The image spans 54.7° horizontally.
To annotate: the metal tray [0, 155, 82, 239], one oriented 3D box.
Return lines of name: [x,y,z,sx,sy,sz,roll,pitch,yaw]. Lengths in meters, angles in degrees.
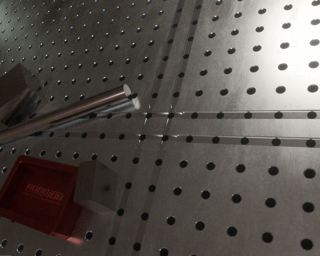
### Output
metal tray: [-0.166,0.092,0.433,0.130,0.030,0.090,6,65,30]

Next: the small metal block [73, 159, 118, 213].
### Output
small metal block: [-0.079,0.074,0.387,0.025,0.050,0.050,-12,57,22]

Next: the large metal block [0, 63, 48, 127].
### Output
large metal block: [-0.260,-0.058,0.561,0.080,0.050,0.080,-37,51,3]

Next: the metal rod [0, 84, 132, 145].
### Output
metal rod: [-0.185,-0.012,0.510,0.301,0.025,0.025,-17,55,17]
